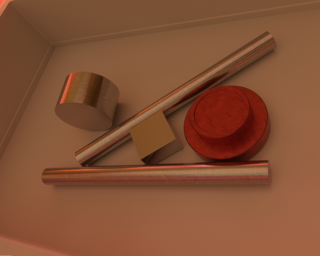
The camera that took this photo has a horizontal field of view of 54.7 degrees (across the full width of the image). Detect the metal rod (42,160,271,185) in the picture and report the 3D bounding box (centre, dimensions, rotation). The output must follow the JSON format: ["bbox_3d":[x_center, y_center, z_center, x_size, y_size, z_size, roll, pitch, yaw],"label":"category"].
[{"bbox_3d":[-0.024,0.057,0.380,0.301,0.025,0.025,-5,60,25],"label":"metal rod"}]

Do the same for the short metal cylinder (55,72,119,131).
[{"bbox_3d":[-0.103,-0.036,0.443,0.080,0.080,0.050,-5,60,25],"label":"short metal cylinder"}]

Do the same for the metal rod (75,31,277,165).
[{"bbox_3d":[0.016,-0.035,0.416,0.300,0.025,0.025,-32,52,7],"label":"metal rod"}]

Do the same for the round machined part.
[{"bbox_3d":[0.073,-0.010,0.358,0.098,0.042,0.098,-13,56,20],"label":"round machined part"}]

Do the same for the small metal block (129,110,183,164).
[{"bbox_3d":[-0.006,0.014,0.396,0.050,0.025,0.050,-31,52,8],"label":"small metal block"}]
